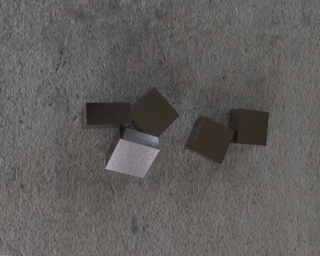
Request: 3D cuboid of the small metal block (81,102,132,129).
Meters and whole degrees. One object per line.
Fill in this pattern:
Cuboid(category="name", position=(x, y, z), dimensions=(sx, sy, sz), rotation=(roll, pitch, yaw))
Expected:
Cuboid(category="small metal block", position=(-0.065, -0.014, 0.370), dimensions=(0.050, 0.050, 0.025), rotation=(-2, 85, -20))

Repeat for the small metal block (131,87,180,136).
Cuboid(category="small metal block", position=(-0.012, -0.017, 0.405), dimensions=(0.050, 0.025, 0.050), rotation=(-46, 104, -14))

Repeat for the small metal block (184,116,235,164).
Cuboid(category="small metal block", position=(0.069, 0.017, 0.435), dimensions=(0.050, 0.025, 0.050), rotation=(27, 81, -18))

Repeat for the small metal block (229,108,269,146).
Cuboid(category="small metal block", position=(0.130, -0.001, 0.457), dimensions=(0.050, 0.025, 0.050), rotation=(6, 88, -20))

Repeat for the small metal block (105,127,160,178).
Cuboid(category="small metal block", position=(-0.035, 0.031, 0.383), dimensions=(0.050, 0.025, 0.050), rotation=(18, 122, -20))
